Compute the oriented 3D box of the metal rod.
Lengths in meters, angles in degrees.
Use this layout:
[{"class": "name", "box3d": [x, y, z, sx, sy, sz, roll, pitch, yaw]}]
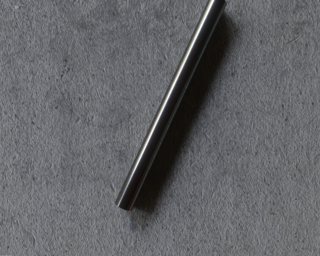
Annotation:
[{"class": "metal rod", "box3d": [0.014, -0.032, 0.409, 0.025, 0.025, 0.299, 25, 90, 0]}]
